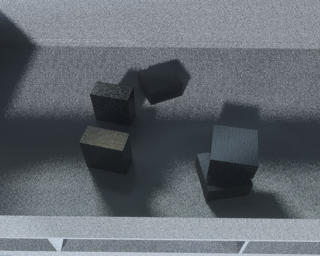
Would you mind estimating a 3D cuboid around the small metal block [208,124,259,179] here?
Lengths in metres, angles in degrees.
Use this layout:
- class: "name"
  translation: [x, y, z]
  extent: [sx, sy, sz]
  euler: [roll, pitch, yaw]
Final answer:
- class: "small metal block"
  translation: [0.083, 0.026, 0.351]
  extent: [0.050, 0.025, 0.050]
  euler: [8, 50, 6]

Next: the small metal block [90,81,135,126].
- class: "small metal block"
  translation: [-0.062, -0.032, 0.415]
  extent: [0.050, 0.050, 0.025]
  euler: [10, 51, 8]

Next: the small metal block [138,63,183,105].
- class: "small metal block"
  translation: [0.000, -0.066, 0.460]
  extent: [0.050, 0.025, 0.050]
  euler: [-18, 53, -15]

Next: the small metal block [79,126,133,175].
- class: "small metal block"
  translation: [-0.062, 0.027, 0.366]
  extent: [0.050, 0.050, 0.025]
  euler: [10, 51, 8]

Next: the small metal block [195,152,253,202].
- class: "small metal block"
  translation: [0.073, 0.054, 0.360]
  extent: [0.050, 0.025, 0.050]
  euler: [-8, 51, -7]
